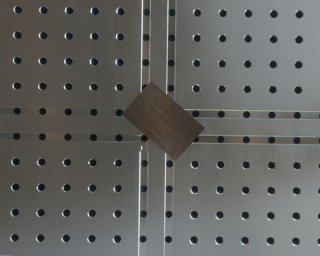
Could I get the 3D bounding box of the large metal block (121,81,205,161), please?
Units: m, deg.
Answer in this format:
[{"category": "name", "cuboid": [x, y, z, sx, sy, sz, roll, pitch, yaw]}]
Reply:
[{"category": "large metal block", "cuboid": [0.004, -0.008, 0.386, 0.080, 0.080, 0.050, 41, 90, -1]}]
